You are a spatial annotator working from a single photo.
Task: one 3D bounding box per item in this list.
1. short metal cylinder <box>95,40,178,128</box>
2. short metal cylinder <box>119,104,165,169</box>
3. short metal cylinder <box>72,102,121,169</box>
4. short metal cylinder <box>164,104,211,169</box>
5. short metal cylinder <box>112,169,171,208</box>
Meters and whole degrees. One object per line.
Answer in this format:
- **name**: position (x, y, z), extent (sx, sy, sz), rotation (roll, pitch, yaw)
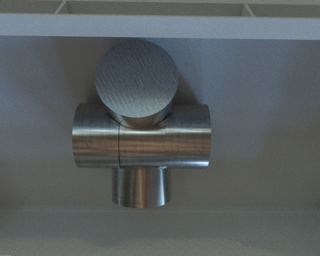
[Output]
- **short metal cylinder**: position (-0.023, -0.044, 0.324), extent (0.081, 0.080, 0.050), rotation (1, 168, -1)
- **short metal cylinder**: position (-0.020, 0.010, 0.379), extent (0.050, 0.080, 0.079), rotation (1, 130, -1)
- **short metal cylinder**: position (-0.071, 0.009, 0.378), extent (0.050, 0.080, 0.079), rotation (1, 130, -1)
- **short metal cylinder**: position (0.031, 0.010, 0.380), extent (0.050, 0.080, 0.079), rotation (1, 130, -1)
- **short metal cylinder**: position (-0.025, 0.071, 0.421), extent (0.081, 0.080, 0.050), rotation (0, 96, 0)
